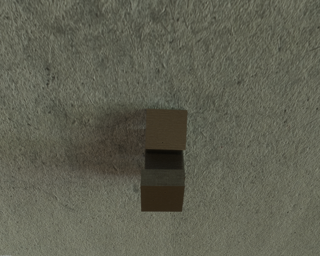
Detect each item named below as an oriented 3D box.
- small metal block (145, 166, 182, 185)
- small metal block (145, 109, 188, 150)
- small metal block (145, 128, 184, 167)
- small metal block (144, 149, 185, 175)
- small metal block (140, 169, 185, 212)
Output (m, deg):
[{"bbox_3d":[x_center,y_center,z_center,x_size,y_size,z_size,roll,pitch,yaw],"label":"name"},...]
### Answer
[{"bbox_3d":[0.004,0.069,0.451,0.050,0.025,0.050,2,171,-2],"label":"small metal block"},{"bbox_3d":[0.008,0.001,0.394,0.050,0.025,0.050,2,94,-2],"label":"small metal block"},{"bbox_3d":[0.005,0.028,0.433,0.050,0.025,0.050,2,130,-2],"label":"small metal block"},{"bbox_3d":[0.005,0.053,0.404,0.050,0.050,0.025,2,130,-2],"label":"small metal block"},{"bbox_3d":[0.003,0.076,0.375,0.050,0.025,0.050,1,130,-1],"label":"small metal block"}]
